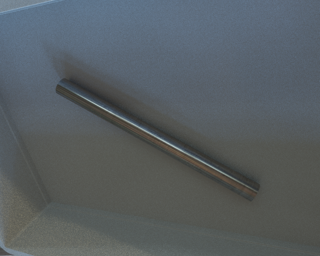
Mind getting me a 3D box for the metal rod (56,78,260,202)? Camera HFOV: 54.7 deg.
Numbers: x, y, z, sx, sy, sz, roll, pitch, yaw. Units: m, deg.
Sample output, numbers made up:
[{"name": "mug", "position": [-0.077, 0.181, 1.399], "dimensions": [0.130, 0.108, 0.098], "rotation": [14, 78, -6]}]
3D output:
[{"name": "metal rod", "position": [-0.010, 0.011, 0.417], "dimensions": [0.301, 0.025, 0.025], "rotation": [29, 128, 9]}]
